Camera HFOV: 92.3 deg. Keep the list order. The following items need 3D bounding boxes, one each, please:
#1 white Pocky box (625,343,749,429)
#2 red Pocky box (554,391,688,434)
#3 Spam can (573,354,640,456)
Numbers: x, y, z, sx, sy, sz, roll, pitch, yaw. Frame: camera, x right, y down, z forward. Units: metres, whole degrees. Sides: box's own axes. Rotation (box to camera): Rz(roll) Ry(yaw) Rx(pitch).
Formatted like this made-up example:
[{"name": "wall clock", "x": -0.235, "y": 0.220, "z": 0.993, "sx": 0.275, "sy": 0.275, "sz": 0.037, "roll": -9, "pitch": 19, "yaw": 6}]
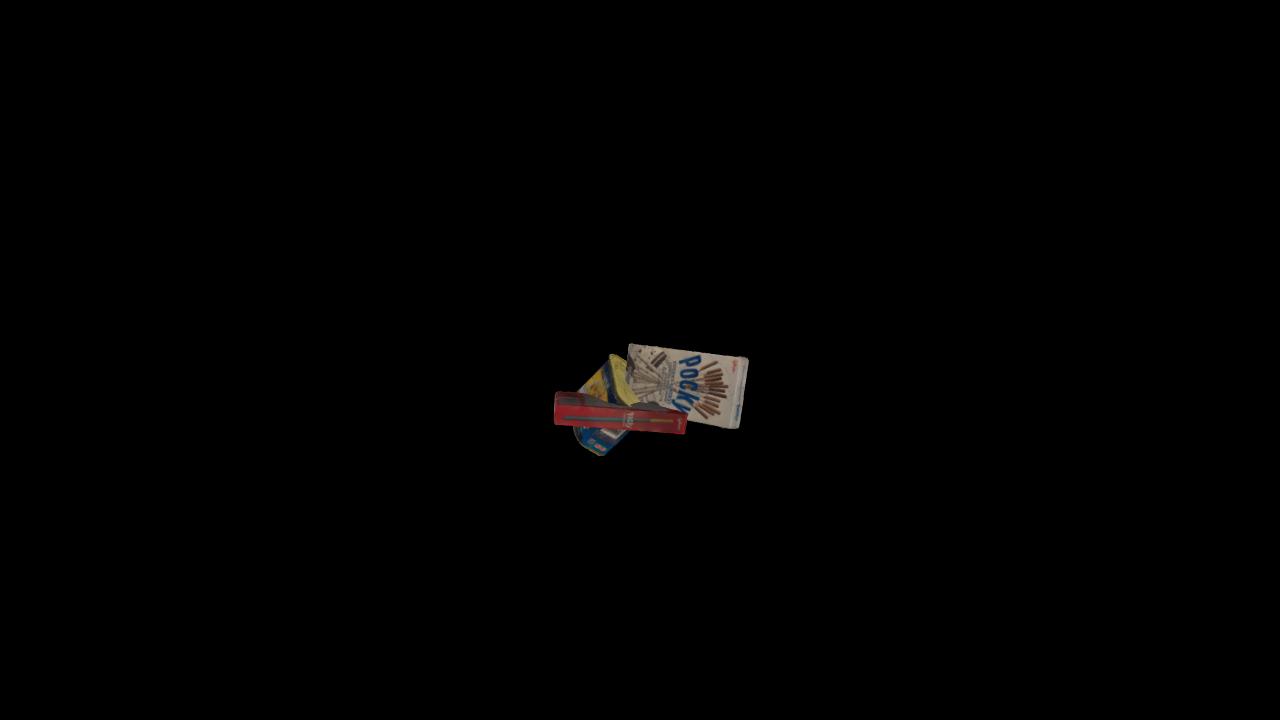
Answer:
[{"name": "white Pocky box", "x": 0.050, "y": 0.029, "z": 0.733, "sx": 0.154, "sy": 0.084, "sz": 0.028, "roll": 8, "pitch": 0, "yaw": 33}, {"name": "red Pocky box", "x": -0.026, "y": 0.063, "z": 0.738, "sx": 0.155, "sy": 0.028, "sz": 0.083, "roll": 5, "pitch": 6, "yaw": -7}, {"name": "Spam can", "x": -0.040, "y": 0.056, "z": 0.768, "sx": 0.058, "sy": 0.085, "sz": 0.101, "roll": 33, "pitch": 24, "yaw": -30}]
